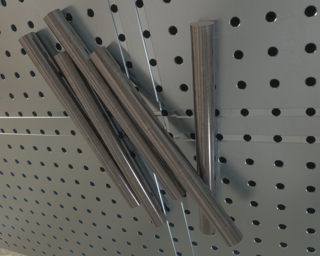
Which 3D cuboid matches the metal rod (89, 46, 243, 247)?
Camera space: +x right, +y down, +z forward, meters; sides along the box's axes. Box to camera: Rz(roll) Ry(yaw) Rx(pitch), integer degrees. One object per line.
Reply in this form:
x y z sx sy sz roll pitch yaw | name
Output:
0.009 0.025 0.397 0.025 0.025 0.299 -35 92 38 | metal rod

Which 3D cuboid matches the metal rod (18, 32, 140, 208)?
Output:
-0.111 -0.002 0.466 0.025 0.025 0.299 -19 109 35 | metal rod

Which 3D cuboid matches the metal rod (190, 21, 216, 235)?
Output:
0.058 0.021 0.392 0.025 0.025 0.298 8 122 24 | metal rod

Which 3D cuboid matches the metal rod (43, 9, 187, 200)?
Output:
-0.054 -0.023 0.423 0.025 0.025 0.299 -25 105 36 | metal rod

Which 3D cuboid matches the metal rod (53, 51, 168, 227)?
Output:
-0.066 0.025 0.459 0.025 0.025 0.299 -16 111 34 | metal rod
